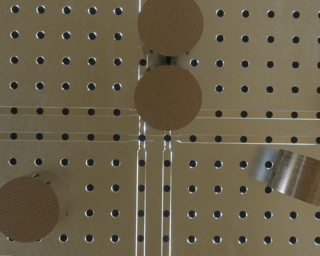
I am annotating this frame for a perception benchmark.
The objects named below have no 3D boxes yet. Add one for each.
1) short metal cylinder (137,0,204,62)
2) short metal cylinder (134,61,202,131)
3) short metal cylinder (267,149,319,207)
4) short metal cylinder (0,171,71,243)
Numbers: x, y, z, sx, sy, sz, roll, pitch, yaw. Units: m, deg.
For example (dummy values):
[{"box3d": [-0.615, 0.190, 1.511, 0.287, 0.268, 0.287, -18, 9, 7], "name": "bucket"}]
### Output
[{"box3d": [0.013, -0.127, 0.401, 0.081, 0.050, 0.079, 0, 90, -1], "name": "short metal cylinder"}, {"box3d": [0.010, -0.042, 0.390, 0.081, 0.050, 0.079, 0, 108, -1], "name": "short metal cylinder"}, {"box3d": [0.183, 0.063, 0.388, 0.080, 0.080, 0.050, 19, 90, -1], "name": "short metal cylinder"}, {"box3d": [-0.162, 0.099, 0.399, 0.081, 0.050, 0.079, 0, 90, -1], "name": "short metal cylinder"}]
